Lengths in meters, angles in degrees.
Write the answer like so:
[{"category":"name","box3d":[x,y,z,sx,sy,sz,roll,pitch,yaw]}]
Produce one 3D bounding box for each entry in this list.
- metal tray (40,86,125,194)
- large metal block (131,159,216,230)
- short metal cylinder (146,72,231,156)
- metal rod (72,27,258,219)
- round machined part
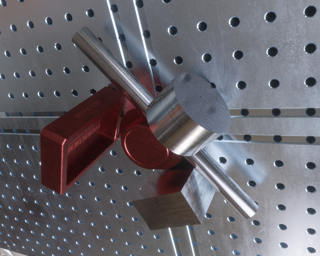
[{"category":"metal tray","box3d":[-0.096,0.012,0.400,0.030,0.131,0.089,25,127,13]},{"category":"large metal block","box3d":[0.023,0.086,0.415,0.080,0.080,0.050,-21,108,35]},{"category":"short metal cylinder","box3d":[0.032,-0.015,0.347,0.080,0.080,0.050,45,129,-3]},{"category":"metal rod","box3d":[0.009,-0.003,0.376,0.300,0.025,0.025,46,129,-5]},{"category":"round machined part","box3d":[-0.012,0.017,0.415,0.098,0.042,0.097,13,124,20]}]
